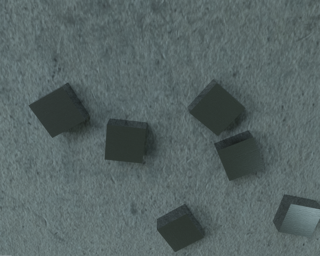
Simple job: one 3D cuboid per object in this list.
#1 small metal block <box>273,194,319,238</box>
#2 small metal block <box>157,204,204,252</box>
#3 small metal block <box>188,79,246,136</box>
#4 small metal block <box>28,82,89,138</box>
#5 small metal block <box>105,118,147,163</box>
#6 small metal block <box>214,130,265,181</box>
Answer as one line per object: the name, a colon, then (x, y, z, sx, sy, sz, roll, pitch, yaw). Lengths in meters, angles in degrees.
small metal block: (0.205, 0.131, 0.461, 0.050, 0.025, 0.050, 12, 110, -5)
small metal block: (0.030, 0.151, 0.466, 0.050, 0.025, 0.050, -31, 108, 10)
small metal block: (0.072, -0.026, 0.401, 0.050, 0.025, 0.050, 38, 105, -13)
small metal block: (-0.129, -0.023, 0.400, 0.050, 0.025, 0.050, -27, 108, 9)
small metal block: (-0.046, 0.017, 0.416, 0.050, 0.025, 0.050, 6, 110, -3)
small metal block: (0.108, 0.038, 0.425, 0.050, 0.025, 0.050, -22, 109, 7)
